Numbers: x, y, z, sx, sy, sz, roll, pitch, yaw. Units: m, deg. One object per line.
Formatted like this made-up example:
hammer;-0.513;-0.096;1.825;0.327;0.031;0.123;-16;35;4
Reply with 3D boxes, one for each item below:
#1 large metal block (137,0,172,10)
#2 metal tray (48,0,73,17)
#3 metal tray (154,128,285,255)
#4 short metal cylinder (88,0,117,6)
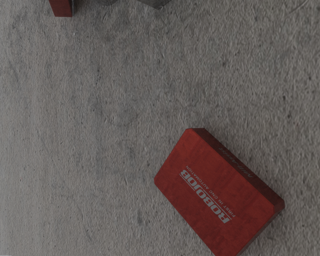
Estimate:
large metal block;0.001;-0.211;0.388;0.080;0.050;0.080;-23;75;37
metal tray;-0.164;-0.260;0.504;0.090;0.030;0.129;165;102;-79
metal tray;0.060;0.072;0.352;0.130;0.030;0.089;46;117;30
short metal cylinder;-0.094;-0.232;0.467;0.080;0.050;0.079;0;90;40
